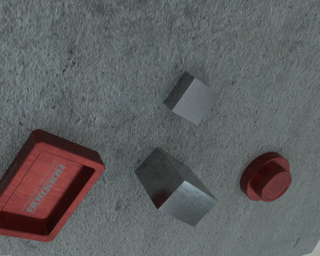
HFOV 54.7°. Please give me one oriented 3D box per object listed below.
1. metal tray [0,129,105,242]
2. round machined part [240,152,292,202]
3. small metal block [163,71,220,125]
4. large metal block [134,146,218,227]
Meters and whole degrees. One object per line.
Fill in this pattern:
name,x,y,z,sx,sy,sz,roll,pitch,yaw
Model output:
metal tray,-0.140,0.074,0.372,0.090,0.030,0.130,29,102,-38
round machined part,0.199,0.095,0.564,0.099,0.042,0.097,-14,124,-21
small metal block,0.041,-0.038,0.406,0.050,0.025,0.050,26,104,-37
large metal block,0.022,0.082,0.434,0.050,0.080,0.080,-48,129,6
